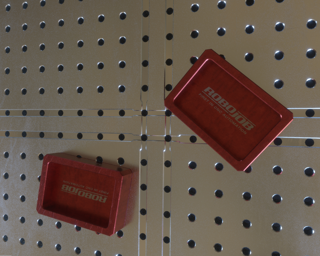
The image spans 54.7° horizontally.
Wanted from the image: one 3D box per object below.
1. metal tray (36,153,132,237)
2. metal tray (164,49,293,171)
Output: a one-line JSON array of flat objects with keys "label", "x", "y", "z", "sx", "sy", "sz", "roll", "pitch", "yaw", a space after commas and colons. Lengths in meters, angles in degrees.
[{"label": "metal tray", "x": -0.111, "y": 0.092, "z": 0.447, "sx": 0.130, "sy": 0.030, "sz": 0.089, "roll": 10, "pitch": 93, "yaw": 19}, {"label": "metal tray", "x": 0.081, "y": -0.022, "z": 0.380, "sx": 0.130, "sy": 0.030, "sz": 0.090, "roll": 43, "pitch": 103, "yaw": 14}]
